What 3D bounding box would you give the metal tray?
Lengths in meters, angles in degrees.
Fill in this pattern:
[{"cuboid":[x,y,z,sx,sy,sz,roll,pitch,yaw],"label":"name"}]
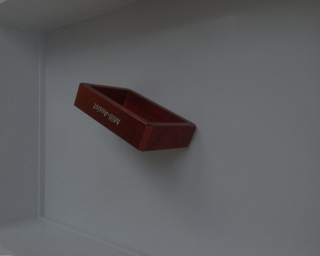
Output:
[{"cuboid":[-0.032,-0.016,0.384,0.130,0.091,0.030,31,109,35],"label":"metal tray"}]
